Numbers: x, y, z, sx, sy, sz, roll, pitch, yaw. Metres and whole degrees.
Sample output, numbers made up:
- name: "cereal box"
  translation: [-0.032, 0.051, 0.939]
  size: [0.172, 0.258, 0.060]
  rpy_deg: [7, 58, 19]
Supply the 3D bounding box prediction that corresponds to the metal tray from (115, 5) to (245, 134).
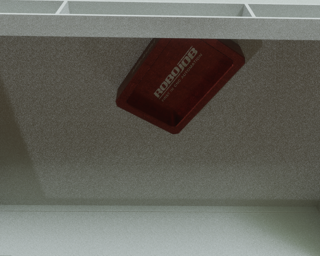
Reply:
- name: "metal tray"
  translation: [0.019, -0.059, 0.355]
  size: [0.090, 0.030, 0.129]
  rpy_deg: [27, 125, -21]
